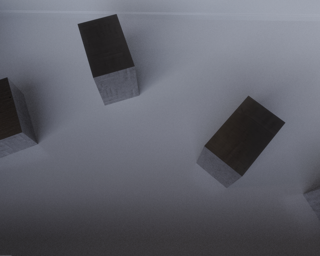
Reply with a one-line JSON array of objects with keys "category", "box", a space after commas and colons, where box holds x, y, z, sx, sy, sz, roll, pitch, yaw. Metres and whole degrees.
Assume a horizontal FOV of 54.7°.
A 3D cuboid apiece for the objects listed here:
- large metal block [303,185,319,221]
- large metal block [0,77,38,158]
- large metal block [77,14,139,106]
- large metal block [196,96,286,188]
[{"category": "large metal block", "box": [0.228, 0.075, 0.354, 0.080, 0.080, 0.050, -25, 72, -9]}, {"category": "large metal block", "box": [-0.215, -0.007, 0.397, 0.080, 0.050, 0.080, -21, 71, -8]}, {"category": "large metal block", "box": [-0.066, -0.087, 0.412, 0.050, 0.080, 0.080, -17, 71, -6]}, {"category": "large metal block", "box": [0.093, 0.020, 0.374, 0.050, 0.080, 0.080, 40, 75, 13]}]
